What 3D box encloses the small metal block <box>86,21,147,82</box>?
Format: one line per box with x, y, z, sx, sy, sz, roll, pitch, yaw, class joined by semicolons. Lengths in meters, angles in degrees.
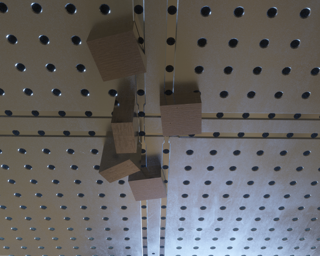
-0.046;-0.083;0.340;0.050;0.025;0.050;-11;130;8;small metal block

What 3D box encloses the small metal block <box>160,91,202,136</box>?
0.027;-0.018;0.397;0.050;0.025;0.050;-4;130;2;small metal block

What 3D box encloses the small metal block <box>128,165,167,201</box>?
-0.019;0.087;0.486;0.050;0.025;0.050;-8;130;6;small metal block

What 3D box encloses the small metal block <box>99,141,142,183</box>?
-0.054;0.042;0.430;0.050;0.050;0.025;-25;126;19;small metal block

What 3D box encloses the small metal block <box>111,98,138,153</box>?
-0.043;-0.003;0.392;0.025;0.050;0.050;-2;130;1;small metal block
